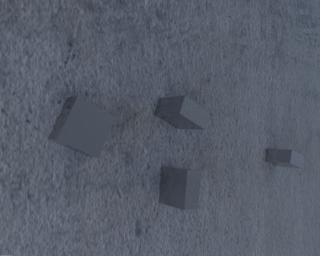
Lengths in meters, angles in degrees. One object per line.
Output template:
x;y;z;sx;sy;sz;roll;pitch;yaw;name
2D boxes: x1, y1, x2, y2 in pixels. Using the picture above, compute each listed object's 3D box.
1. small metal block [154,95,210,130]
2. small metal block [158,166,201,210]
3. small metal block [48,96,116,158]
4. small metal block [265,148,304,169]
0.029;-0.019;0.415;0.050;0.050;0.025;30;71;-37;small metal block
0.026;0.078;0.412;0.025;0.050;0.050;8;85;-40;small metal block
-0.084;0.000;0.336;0.050;0.025;0.050;32;70;-36;small metal block
0.238;0.058;0.592;0.050;0.050;0.025;21;77;-39;small metal block
